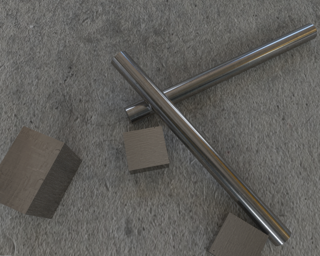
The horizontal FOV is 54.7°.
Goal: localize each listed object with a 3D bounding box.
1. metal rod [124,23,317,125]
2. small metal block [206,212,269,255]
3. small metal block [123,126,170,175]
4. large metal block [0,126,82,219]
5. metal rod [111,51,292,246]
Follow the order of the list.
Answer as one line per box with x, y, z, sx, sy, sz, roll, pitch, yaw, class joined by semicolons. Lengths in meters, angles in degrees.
0.091;-0.080;0.438;0.302;0.025;0.025;-26;72;-10;metal rod
0.089;0.134;0.360;0.050;0.025;0.050;30;73;10;small metal block
-0.018;0.029;0.397;0.050;0.025;0.050;-10;70;-4;small metal block
-0.140;0.055;0.357;0.050;0.080;0.080;22;71;7;large metal block
0.045;0.019;0.383;0.025;0.025;0.300;-40;82;-13;metal rod
